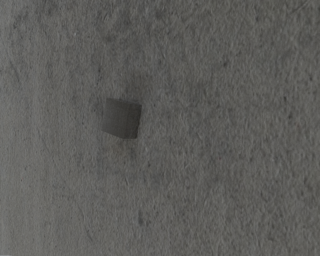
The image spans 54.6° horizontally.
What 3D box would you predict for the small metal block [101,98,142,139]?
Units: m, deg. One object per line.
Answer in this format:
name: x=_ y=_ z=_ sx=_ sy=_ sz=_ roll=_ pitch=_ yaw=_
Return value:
small metal block: x=-0.057 y=-0.014 z=0.453 sx=0.050 sy=0.025 sz=0.050 roll=17 pitch=101 yaw=38
